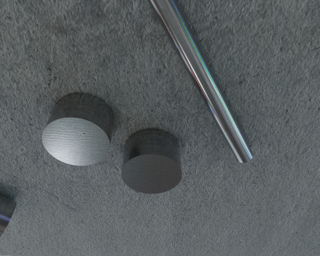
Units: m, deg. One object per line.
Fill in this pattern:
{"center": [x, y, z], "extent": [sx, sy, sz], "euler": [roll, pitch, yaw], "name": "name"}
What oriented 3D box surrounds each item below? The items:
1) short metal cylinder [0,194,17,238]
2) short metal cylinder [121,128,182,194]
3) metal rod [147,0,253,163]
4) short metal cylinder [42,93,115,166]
{"center": [-0.274, 0.144, 0.491], "extent": [0.050, 0.080, 0.080], "euler": [33, 123, -25], "name": "short metal cylinder"}
{"center": [-0.011, 0.047, 0.431], "extent": [0.081, 0.050, 0.079], "euler": [0, 130, 0], "name": "short metal cylinder"}
{"center": [0.049, -0.060, 0.356], "extent": [0.025, 0.025, 0.300], "euler": [-23, 127, 18], "name": "metal rod"}
{"center": [-0.101, 0.002, 0.392], "extent": [0.081, 0.050, 0.079], "euler": [0, 130, 0], "name": "short metal cylinder"}
